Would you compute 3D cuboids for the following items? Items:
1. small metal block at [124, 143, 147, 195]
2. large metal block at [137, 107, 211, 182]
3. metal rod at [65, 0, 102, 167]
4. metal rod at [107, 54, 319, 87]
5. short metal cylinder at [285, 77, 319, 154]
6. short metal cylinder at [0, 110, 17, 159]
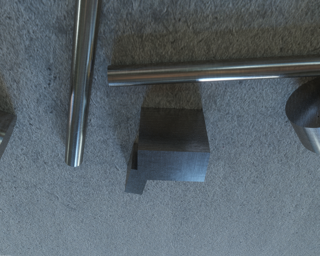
[{"bbox_3d":[-0.031,0.058,0.440,0.025,0.050,0.050,11,129,-9],"label":"small metal block"},{"bbox_3d":[0.014,0.019,0.387,0.081,0.080,0.050,2,130,-2],"label":"large metal block"},{"bbox_3d":[-0.088,-0.064,0.351,0.025,0.025,0.298,10,129,-9],"label":"metal rod"},{"bbox_3d":[0.093,-0.067,0.351,0.302,0.025,0.025,-3,130,2],"label":"metal rod"},{"bbox_3d":[0.195,-0.015,0.360,0.080,0.080,0.050,-28,125,21],"label":"short metal cylinder"},{"bbox_3d":[-0.217,0.012,0.379,0.050,0.080,0.080,23,126,-18],"label":"short metal cylinder"}]
